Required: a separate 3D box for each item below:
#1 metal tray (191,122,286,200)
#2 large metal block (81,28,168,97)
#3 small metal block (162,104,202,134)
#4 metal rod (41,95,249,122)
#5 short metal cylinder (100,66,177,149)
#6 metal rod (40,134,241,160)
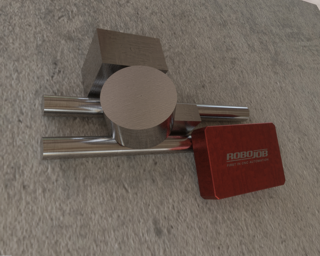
[{"bbox_3d":[0.109,0.041,0.419,0.131,0.030,0.090,-3,81,-31],"label":"metal tray"},{"bbox_3d":[-0.048,-0.072,0.390,0.081,0.080,0.050,1,62,-28],"label":"large metal block"},{"bbox_3d":[0.017,-0.008,0.404,0.050,0.050,0.025,1,62,-28],"label":"small metal block"},{"bbox_3d":[0.001,-0.024,0.422,0.303,0.025,0.025,1,62,-28],"label":"metal rod"},{"bbox_3d":[-0.023,-0.023,0.346,0.081,0.050,0.080,1,63,-1],"label":"short metal cylinder"},{"bbox_3d":[0.008,0.021,0.399,0.303,0.025,0.025,0,62,-29],"label":"metal rod"}]
